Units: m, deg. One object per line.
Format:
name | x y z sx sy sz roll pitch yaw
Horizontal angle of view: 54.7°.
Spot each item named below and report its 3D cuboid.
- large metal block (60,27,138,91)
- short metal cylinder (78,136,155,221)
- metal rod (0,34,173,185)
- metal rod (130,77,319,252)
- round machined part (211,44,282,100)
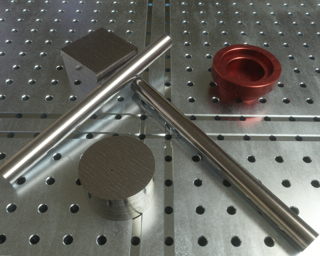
large metal block | -0.090 -0.102 0.476 0.080 0.050 0.080 35 58 25
short metal cylinder | -0.045 0.055 0.345 0.081 0.050 0.080 0 50 0
metal rod | -0.085 -0.040 0.423 0.025 0.025 0.301 32 62 24
metal rod | 0.059 0.025 0.386 0.025 0.025 0.300 -31 57 -24
round machined part | 0.126 -0.080 0.465 0.099 0.042 0.098 0 50 0
